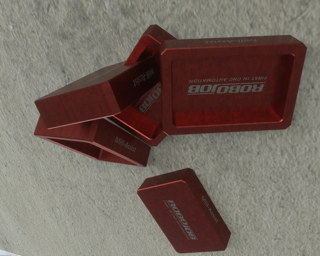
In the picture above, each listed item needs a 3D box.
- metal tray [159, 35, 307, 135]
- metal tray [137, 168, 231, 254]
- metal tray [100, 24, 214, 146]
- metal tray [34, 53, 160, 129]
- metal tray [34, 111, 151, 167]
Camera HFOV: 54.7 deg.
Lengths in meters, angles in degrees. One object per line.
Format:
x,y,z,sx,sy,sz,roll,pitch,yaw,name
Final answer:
0.067,-0.041,0.306,0.131,0.030,0.089,-3,121,-2,metal tray
0.036,0.127,0.462,0.090,0.030,0.130,-21,108,35,metal tray
-0.007,-0.043,0.366,0.090,0.030,0.129,34,131,-10,metal tray
-0.055,-0.045,0.334,0.090,0.131,0.030,-10,110,27,metal tray
-0.081,0.018,0.402,0.090,0.030,0.130,4,163,28,metal tray
